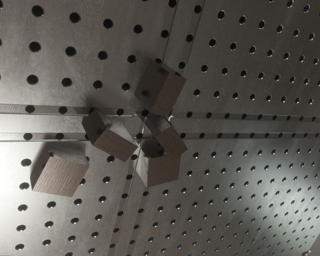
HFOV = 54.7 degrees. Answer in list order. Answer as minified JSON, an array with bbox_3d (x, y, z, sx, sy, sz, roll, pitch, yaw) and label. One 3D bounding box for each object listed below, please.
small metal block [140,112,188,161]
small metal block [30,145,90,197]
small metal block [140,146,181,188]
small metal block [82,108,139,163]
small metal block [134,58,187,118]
[{"bbox_3d":[0.005,0.007,0.404,0.025,0.050,0.050,-37,130,-4],"label":"small metal block"},{"bbox_3d":[-0.122,0.054,0.379,0.050,0.025,0.050,21,107,-36],"label":"small metal block"},{"bbox_3d":[0.001,0.053,0.446,0.050,0.025,0.050,-10,123,-23],"label":"small metal block"},{"bbox_3d":[-0.060,0.008,0.369,0.025,0.050,0.050,-49,129,6],"label":"small metal block"},{"bbox_3d":[-0.001,-0.048,0.366,0.025,0.050,0.050,15,111,-35],"label":"small metal block"}]
